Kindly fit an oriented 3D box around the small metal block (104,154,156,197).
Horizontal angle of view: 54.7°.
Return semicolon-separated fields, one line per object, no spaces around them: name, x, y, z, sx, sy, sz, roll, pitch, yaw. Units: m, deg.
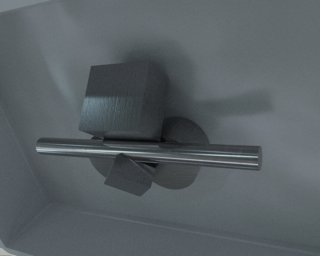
small metal block;-0.038;0.060;0.384;0.050;0.025;0.050;21;151;-8

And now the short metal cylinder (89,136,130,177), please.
short metal cylinder;-0.054;0.031;0.437;0.080;0.050;0.079;13;124;20

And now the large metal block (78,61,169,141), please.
large metal block;-0.041;-0.029;0.366;0.080;0.050;0.080;1;76;27

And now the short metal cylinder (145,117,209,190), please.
short metal cylinder;0.018;0.032;0.400;0.080;0.050;0.079;13;124;20

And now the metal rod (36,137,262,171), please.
metal rod;-0.034;0.028;0.376;0.301;0.025;0.025;1;119;27
